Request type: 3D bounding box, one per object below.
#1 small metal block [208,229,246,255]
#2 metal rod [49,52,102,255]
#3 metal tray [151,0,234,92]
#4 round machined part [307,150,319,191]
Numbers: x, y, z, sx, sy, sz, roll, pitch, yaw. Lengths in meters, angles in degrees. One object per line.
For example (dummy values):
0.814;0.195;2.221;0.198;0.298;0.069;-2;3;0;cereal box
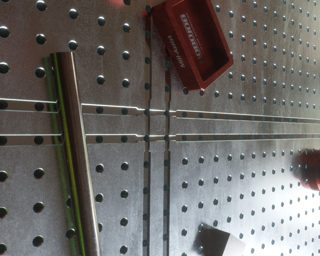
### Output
0.108;0.200;0.500;0.050;0.025;0.050;41;65;-33;small metal block
-0.085;0.070;0.337;0.025;0.025;0.298;-11;97;-40;metal rod
0.051;-0.129;0.447;0.090;0.030;0.130;-42;115;-32;metal tray
0.386;0.100;0.721;0.099;0.042;0.097;0;90;-40;round machined part
